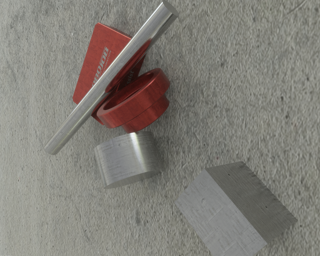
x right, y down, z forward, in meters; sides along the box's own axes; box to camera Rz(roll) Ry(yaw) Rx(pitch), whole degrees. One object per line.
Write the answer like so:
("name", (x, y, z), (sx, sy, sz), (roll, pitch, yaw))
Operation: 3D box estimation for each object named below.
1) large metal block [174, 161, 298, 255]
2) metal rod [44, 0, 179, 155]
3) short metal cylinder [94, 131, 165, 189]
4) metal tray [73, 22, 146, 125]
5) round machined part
("large metal block", (0.075, 0.082, 0.306), (0.080, 0.081, 0.050), (51, 120, 27))
("metal rod", (-0.083, -0.051, 0.430), (0.299, 0.025, 0.025), (-42, 65, 31))
("short metal cylinder", (-0.040, 0.042, 0.400), (0.080, 0.081, 0.050), (-29, 72, 36))
("metal tray", (-0.078, -0.080, 0.464), (0.090, 0.030, 0.129), (35, 111, 34))
("round machined part", (-0.028, -0.030, 0.391), (0.098, 0.098, 0.042), (-21, 114, 38))
